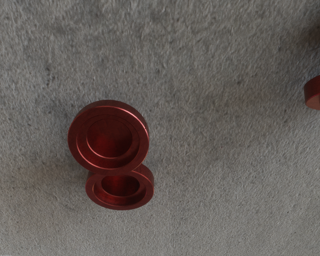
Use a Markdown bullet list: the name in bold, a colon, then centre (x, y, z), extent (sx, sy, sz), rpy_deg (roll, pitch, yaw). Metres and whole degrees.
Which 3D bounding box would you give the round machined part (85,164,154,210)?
- **round machined part**: centre (-0.058, 0.077, 0.460), extent (0.099, 0.042, 0.097), rpy_deg (-1, 131, 0)

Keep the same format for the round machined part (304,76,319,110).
- **round machined part**: centre (0.214, -0.031, 0.340), extent (0.099, 0.042, 0.098), rpy_deg (0, 168, 0)

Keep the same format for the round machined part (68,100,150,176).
- **round machined part**: centre (-0.062, 0.009, 0.393), extent (0.099, 0.042, 0.097), rpy_deg (0, 116, -1)
